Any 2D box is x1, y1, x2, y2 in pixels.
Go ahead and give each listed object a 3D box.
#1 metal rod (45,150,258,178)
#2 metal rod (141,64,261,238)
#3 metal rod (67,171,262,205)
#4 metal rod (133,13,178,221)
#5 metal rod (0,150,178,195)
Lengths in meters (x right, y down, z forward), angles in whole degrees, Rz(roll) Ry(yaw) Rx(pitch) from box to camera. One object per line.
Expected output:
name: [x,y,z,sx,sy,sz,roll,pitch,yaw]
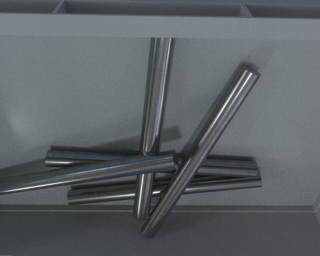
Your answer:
metal rod: [-0.009,0.052,0.452,0.302,0.025,0.025,3,130,-4]
metal rod: [0.043,0.050,0.424,0.025,0.025,0.298,19,120,-16]
metal rod: [0.004,0.095,0.488,0.302,0.025,0.025,-6,130,5]
metal rod: [-0.012,0.011,0.393,0.025,0.025,0.298,5,124,-5]
metal rod: [-0.123,0.066,0.428,0.301,0.025,0.025,-11,130,15]
